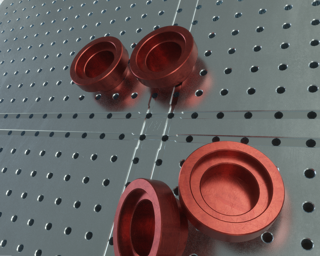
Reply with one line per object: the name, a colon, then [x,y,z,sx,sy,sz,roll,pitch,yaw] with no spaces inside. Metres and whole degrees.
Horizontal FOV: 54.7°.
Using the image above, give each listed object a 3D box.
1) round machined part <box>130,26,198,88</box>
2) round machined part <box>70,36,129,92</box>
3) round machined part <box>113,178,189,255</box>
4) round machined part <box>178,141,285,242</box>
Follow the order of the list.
round machined part: [0.009,-0.098,0.452,0.098,0.042,0.098,-13,56,20]
round machined part: [-0.093,-0.098,0.504,0.098,0.042,0.098,-13,56,20]
round machined part: [-0.008,0.103,0.319,0.098,0.042,0.098,-30,53,50]
round machined part: [0.068,0.064,0.308,0.099,0.042,0.098,-1,53,2]
